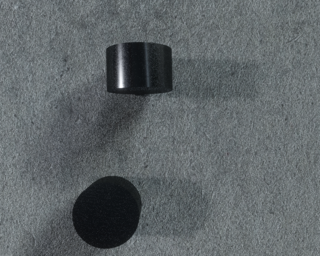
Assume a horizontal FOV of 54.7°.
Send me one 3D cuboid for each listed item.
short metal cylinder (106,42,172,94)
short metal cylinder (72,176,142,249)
[{"bbox_3d":[-0.025,-0.070,0.382,0.081,0.080,0.050,-1,90,0],"label":"short metal cylinder"},{"bbox_3d":[-0.065,0.105,0.397,0.081,0.050,0.080,0,90,0],"label":"short metal cylinder"}]
